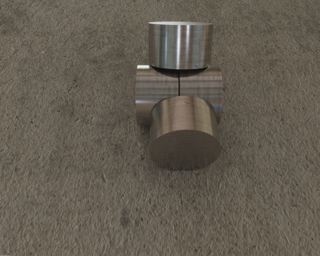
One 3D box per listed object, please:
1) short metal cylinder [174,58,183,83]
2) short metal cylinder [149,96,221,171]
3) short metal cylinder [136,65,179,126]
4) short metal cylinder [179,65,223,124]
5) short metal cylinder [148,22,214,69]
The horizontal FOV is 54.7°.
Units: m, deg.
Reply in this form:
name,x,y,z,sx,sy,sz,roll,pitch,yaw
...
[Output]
name,x,y,z,sx,sy,sz,roll,pitch,yaw
short metal cylinder,0.031,-0.093,0.468,0.081,0.050,0.080,0,50,0
short metal cylinder,0.028,0.008,0.363,0.081,0.080,0.050,0,50,0
short metal cylinder,-0.003,-0.042,0.405,0.050,0.080,0.080,1,50,0
short metal cylinder,0.049,-0.042,0.404,0.050,0.080,0.080,0,50,0
short metal cylinder,0.026,-0.107,0.393,0.081,0.050,0.080,1,22,0
